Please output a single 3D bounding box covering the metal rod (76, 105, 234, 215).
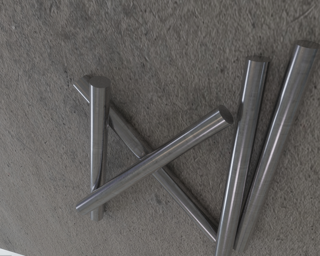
[{"bbox_3d":[-0.027,0.058,0.422,0.299,0.025,0.025,-36,98,35],"label":"metal rod"}]

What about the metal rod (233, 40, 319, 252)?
[{"bbox_3d":[0.126,0.046,0.368,0.025,0.025,0.298,17,126,18],"label":"metal rod"}]

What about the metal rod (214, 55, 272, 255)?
[{"bbox_3d":[0.095,0.061,0.382,0.025,0.025,0.298,14,120,21],"label":"metal rod"}]

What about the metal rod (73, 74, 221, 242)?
[{"bbox_3d":[-0.012,0.047,0.442,0.300,0.025,0.025,49,129,-7],"label":"metal rod"}]

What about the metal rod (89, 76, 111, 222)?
[{"bbox_3d":[-0.093,0.053,0.466,0.025,0.025,0.298,24,134,13],"label":"metal rod"}]
